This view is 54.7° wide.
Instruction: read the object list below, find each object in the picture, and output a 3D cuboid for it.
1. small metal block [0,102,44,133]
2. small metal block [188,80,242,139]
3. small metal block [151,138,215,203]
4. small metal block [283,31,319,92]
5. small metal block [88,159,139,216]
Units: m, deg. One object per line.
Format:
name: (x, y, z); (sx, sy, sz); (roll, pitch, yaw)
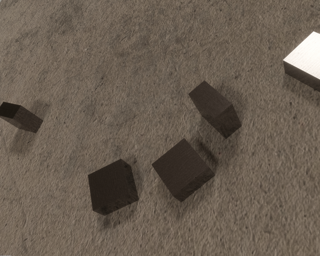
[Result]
small metal block: (-0.235, -0.017, 0.519); (0.050, 0.050, 0.025); (11, 68, 32)
small metal block: (0.065, -0.021, 0.366); (0.025, 0.050, 0.050); (-41, 51, 1)
small metal block: (0.027, 0.048, 0.359); (0.050, 0.025, 0.050); (-39, 51, 1)
small metal block: (0.181, -0.077, 0.356); (0.050, 0.025, 0.050); (-43, 51, -2)
small metal block: (-0.059, 0.074, 0.388); (0.050, 0.025, 0.050); (-27, 53, 11)
